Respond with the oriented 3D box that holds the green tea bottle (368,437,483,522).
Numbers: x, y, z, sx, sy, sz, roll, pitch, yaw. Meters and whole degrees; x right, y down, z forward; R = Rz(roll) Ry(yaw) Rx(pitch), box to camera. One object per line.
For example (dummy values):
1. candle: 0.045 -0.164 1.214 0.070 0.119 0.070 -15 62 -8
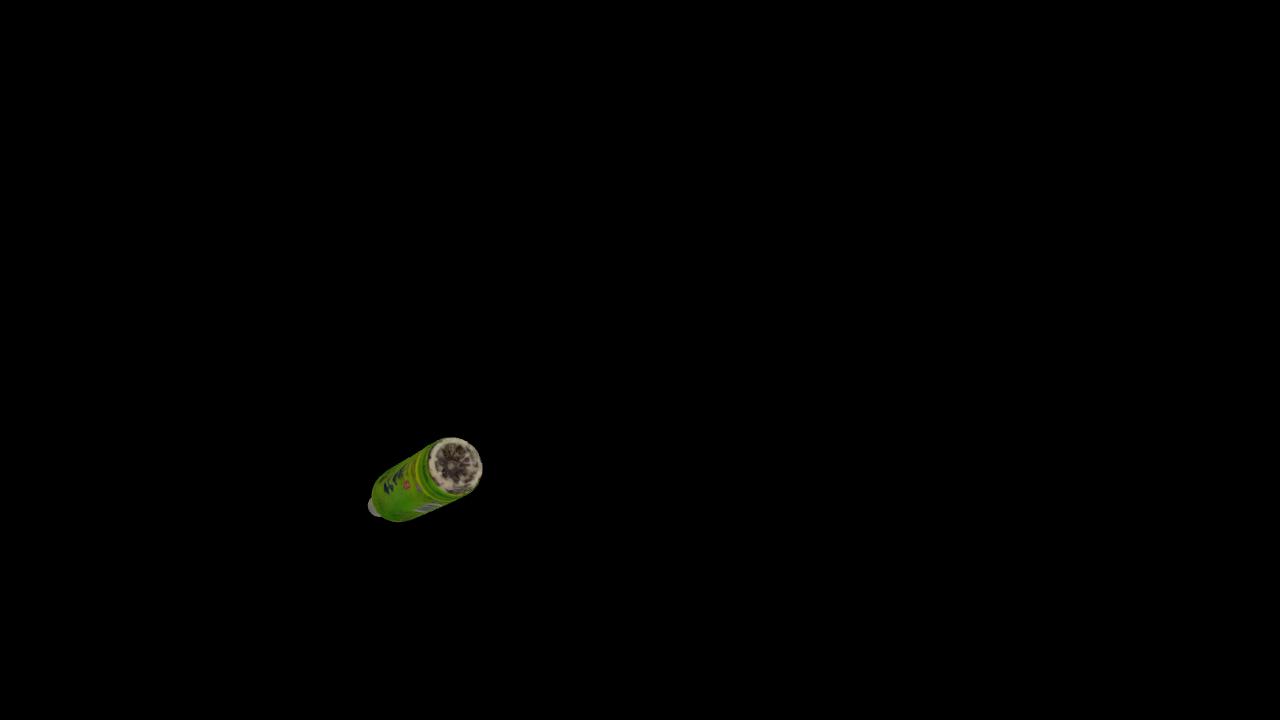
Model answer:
1. green tea bottle: -0.271 0.154 0.740 0.212 0.073 0.073 -30 -19 38
